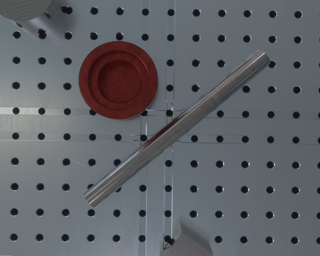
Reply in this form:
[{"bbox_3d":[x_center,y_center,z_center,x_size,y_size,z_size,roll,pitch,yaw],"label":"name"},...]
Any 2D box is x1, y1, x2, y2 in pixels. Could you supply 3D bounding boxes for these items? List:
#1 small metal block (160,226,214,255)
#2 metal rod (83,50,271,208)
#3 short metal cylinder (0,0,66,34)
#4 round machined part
[{"bbox_3d":[0.034,0.170,0.414,0.050,0.025,0.050,35,90,0],"label":"small metal block"},{"bbox_3d":[0.023,0.001,0.413,0.300,0.025,0.025,-39,90,0],"label":"metal rod"},{"bbox_3d":[-0.169,-0.169,0.399,0.081,0.050,0.079,0,90,0],"label":"short metal cylinder"},{"bbox_3d":[-0.052,-0.060,0.404,0.099,0.042,0.097,0,90,0],"label":"round machined part"}]
